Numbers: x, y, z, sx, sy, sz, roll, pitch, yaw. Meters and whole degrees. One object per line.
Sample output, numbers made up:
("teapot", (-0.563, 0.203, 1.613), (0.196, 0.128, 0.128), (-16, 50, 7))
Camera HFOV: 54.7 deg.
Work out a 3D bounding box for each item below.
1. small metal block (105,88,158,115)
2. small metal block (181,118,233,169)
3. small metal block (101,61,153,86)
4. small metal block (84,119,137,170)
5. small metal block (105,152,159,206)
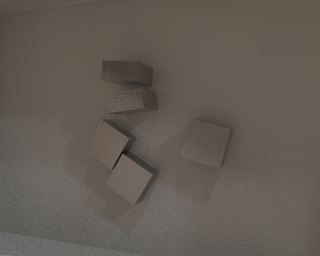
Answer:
("small metal block", (-0.036, -0.034, 0.409), (0.050, 0.050, 0.025), (-8, 88, 19))
("small metal block", (0.059, 0.018, 0.389), (0.050, 0.025, 0.050), (17, 95, 19))
("small metal block", (-0.043, -0.072, 0.411), (0.050, 0.050, 0.025), (5, 92, 19))
("small metal block", (-0.069, 0.022, 0.434), (0.050, 0.025, 0.050), (33, 100, 16))
("small metal block", (-0.038, 0.068, 0.423), (0.050, 0.025, 0.050), (33, 100, 16))
